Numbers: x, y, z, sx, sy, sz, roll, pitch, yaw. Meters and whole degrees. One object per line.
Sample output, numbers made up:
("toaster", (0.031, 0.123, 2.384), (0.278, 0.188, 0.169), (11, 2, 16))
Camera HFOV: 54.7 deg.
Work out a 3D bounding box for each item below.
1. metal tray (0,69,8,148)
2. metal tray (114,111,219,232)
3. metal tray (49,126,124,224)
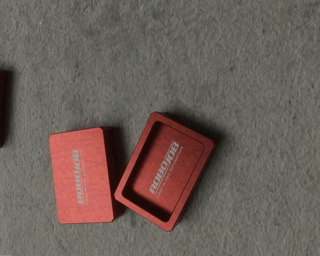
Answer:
("metal tray", (-0.302, -0.034, 0.510), (0.090, 0.030, 0.129), (6, 92, 19))
("metal tray", (0.007, 0.054, 0.403), (0.090, 0.030, 0.129), (28, 99, 17))
("metal tray", (-0.106, 0.067, 0.442), (0.090, 0.030, 0.129), (-8, 87, 19))
